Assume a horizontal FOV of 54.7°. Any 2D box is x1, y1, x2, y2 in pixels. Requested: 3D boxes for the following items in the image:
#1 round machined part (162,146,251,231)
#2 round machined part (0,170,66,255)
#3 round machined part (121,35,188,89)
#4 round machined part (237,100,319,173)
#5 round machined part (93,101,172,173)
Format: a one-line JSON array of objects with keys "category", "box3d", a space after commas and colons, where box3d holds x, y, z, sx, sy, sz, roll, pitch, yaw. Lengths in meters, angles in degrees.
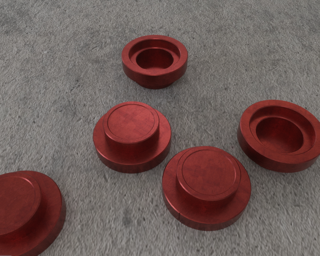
[{"category": "round machined part", "box3d": [0.051, 0.059, 0.343, 0.099, 0.042, 0.098, 0, 50, 0]}, {"category": "round machined part", "box3d": [-0.152, 0.085, 0.320, 0.099, 0.042, 0.098, 0, 50, 0]}, {"category": "round machined part", "box3d": [-0.008, -0.097, 0.473, 0.099, 0.042, 0.098, 0, 50, 0]}, {"category": "round machined part", "box3d": [0.145, 0.014, 0.381, 0.099, 0.042, 0.098, 0, 50, 0]}, {"category": "round machined part", "box3d": [-0.035, 0.004, 0.388, 0.099, 0.042, 0.098, 0, 50, 0]}]
